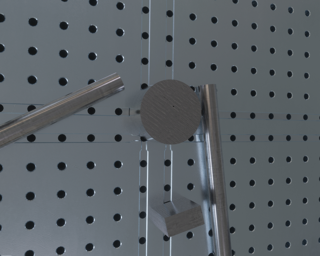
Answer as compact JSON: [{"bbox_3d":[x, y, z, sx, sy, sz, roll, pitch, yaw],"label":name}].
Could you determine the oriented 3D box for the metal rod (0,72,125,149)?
[{"bbox_3d":[-0.177,0.010,0.347,0.302,0.025,0.025,-29,100,-18],"label":"metal rod"}]

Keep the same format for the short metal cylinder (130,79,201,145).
[{"bbox_3d":[0.006,-0.020,0.402,0.081,0.050,0.079,0,90,-20],"label":"short metal cylinder"}]

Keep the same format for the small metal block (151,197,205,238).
[{"bbox_3d":[0.023,0.116,0.408,0.050,0.050,0.025,-14,95,-20],"label":"small metal block"}]

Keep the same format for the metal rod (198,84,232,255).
[{"bbox_3d":[0.081,0.088,0.442,0.025,0.025,0.298,-7,92,-20],"label":"metal rod"}]
